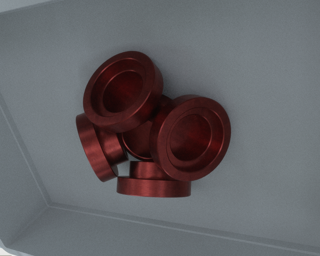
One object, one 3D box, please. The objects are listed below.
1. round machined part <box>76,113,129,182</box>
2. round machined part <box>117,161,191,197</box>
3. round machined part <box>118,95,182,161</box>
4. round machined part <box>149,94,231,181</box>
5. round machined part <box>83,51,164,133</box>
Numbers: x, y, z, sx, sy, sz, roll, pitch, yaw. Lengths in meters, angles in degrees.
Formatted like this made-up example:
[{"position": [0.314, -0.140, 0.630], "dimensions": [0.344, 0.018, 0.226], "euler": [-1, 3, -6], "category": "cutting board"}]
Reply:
[{"position": [-0.074, 0.021, 0.422], "dimensions": [0.042, 0.098, 0.097], "euler": [-22, 112, -4], "category": "round machined part"}, {"position": [-0.007, 0.066, 0.415], "dimensions": [0.098, 0.098, 0.042], "euler": [-1, 82, 28], "category": "round machined part"}, {"position": [-0.015, 0.005, 0.404], "dimensions": [0.098, 0.042, 0.097], "euler": [13, 124, 20], "category": "round machined part"}, {"position": [0.031, 0.009, 0.361], "dimensions": [0.042, 0.099, 0.097], "euler": [28, 139, 58], "category": "round machined part"}, {"position": [-0.039, -0.038, 0.367], "dimensions": [0.098, 0.098, 0.042], "euler": [-4, 154, 29], "category": "round machined part"}]
